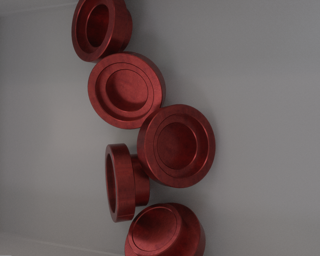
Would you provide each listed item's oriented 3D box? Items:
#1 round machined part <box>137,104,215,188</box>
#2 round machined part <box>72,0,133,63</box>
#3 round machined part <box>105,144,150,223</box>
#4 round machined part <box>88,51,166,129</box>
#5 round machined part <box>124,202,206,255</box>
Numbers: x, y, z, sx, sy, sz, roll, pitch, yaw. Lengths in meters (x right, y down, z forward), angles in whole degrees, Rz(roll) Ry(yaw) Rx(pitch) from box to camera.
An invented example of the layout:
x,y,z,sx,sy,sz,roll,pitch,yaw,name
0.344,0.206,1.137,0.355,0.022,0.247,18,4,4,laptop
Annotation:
x,y,z,sx,sy,sz,roll,pitch,yaw,name
0.016,0.022,0.377,0.042,0.099,0.097,-7,87,60,round machined part
-0.074,-0.135,0.415,0.098,0.042,0.097,0,89,44,round machined part
-0.042,0.068,0.397,0.042,0.098,0.097,-4,89,-18,round machined part
-0.040,-0.051,0.404,0.098,0.042,0.097,5,112,12,round machined part
0.001,0.130,0.371,0.098,0.098,0.042,-14,128,19,round machined part
